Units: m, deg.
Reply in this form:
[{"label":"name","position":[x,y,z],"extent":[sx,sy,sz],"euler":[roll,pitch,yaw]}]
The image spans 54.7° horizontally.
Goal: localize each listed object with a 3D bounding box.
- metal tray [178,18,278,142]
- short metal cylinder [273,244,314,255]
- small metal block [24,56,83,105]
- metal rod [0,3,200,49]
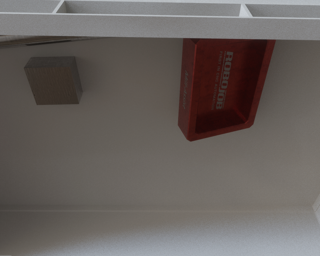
[{"label":"metal tray","position":[0.070,-0.050,0.346],"extent":[0.091,0.030,0.129],"euler":[-12,132,-15]},{"label":"short metal cylinder","position":[0.282,0.286,0.643],"extent":[0.081,0.050,0.079],"euler":[0,130,0]},{"label":"small metal block","position":[-0.122,-0.055,0.361],"extent":[0.050,0.025,0.050],"euler":[-1,130,0]},{"label":"metal rod","position":[-0.111,-0.100,0.321],"extent":[0.302,0.025,0.025],"euler":[-5,130,3]}]
